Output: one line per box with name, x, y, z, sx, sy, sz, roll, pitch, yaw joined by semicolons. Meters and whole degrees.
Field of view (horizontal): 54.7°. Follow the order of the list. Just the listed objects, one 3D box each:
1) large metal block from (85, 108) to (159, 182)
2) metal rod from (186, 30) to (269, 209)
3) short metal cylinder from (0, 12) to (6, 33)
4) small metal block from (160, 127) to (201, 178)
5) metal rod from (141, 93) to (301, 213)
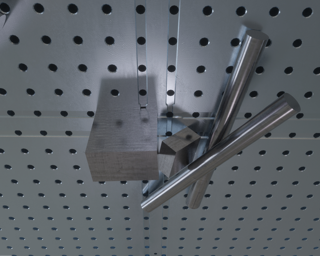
large metal block;-0.042;0.020;0.392;0.080;0.080;0.050;-2;130;1
metal rod;0.079;0.013;0.423;0.025;0.025;0.298;7;130;-6
short metal cylinder;-0.194;-0.090;0.297;0.050;0.080;0.080;31;123;-24
small metal block;0.025;0.033;0.421;0.050;0.025;0.050;-28;144;-38
metal rod;0.060;0.052;0.426;0.025;0.025;0.298;26;134;-21
